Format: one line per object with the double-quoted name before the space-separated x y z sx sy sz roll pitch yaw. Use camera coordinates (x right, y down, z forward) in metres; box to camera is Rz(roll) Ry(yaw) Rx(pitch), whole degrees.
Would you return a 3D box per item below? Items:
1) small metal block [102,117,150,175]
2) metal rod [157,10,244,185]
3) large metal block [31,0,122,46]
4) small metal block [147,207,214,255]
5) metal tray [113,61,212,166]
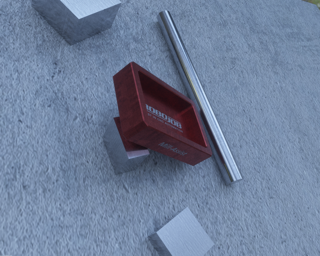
"small metal block" -0.041 0.020 0.354 0.025 0.050 0.050 -11 68 -31
"metal rod" 0.054 -0.059 0.470 0.025 0.025 0.299 -6 65 -31
"large metal block" -0.116 -0.173 0.432 0.080 0.050 0.080 46 51 3
"small metal block" 0.023 0.124 0.342 0.050 0.025 0.050 -29 78 -38
"metal tray" 0.006 -0.013 0.371 0.131 0.030 0.090 26 40 -46
